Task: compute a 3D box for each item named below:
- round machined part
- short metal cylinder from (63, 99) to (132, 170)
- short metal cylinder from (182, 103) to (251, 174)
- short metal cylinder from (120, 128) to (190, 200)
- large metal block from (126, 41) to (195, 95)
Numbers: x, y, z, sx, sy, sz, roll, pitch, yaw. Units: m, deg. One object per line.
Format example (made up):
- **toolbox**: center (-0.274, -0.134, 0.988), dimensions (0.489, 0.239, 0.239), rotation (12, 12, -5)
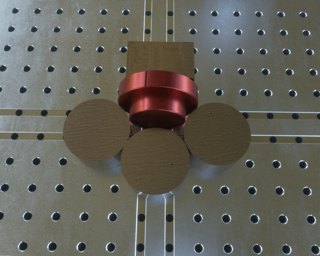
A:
- **round machined part**: center (-0.003, -0.028, 0.381), dimensions (0.099, 0.098, 0.042), rotation (2, 70, 0)
- **short metal cylinder**: center (-0.076, 0.009, 0.395), dimensions (0.081, 0.050, 0.080), rotation (0, 70, 0)
- **short metal cylinder**: center (0.069, 0.014, 0.394), dimensions (0.081, 0.050, 0.080), rotation (0, 70, 0)
- **short metal cylinder**: center (-0.005, 0.045, 0.382), dimensions (0.081, 0.050, 0.080), rotation (0, 70, 0)
- **large metal block**: center (0.001, -0.069, 0.407), dimensions (0.081, 0.080, 0.050), rotation (1, 70, 0)
